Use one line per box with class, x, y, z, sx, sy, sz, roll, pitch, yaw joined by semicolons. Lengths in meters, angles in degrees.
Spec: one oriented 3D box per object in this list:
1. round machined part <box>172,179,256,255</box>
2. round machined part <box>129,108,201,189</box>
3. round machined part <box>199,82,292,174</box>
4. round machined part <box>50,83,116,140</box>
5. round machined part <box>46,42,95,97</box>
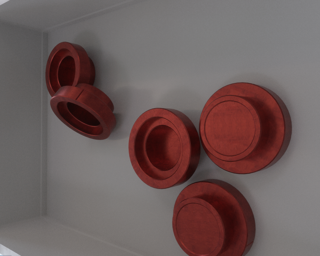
round machined part;0.053;0.110;0.352;0.098;0.042;0.097;0;90;40
round machined part;0.010;0.024;0.388;0.098;0.042;0.097;0;90;40
round machined part;0.082;0.000;0.328;0.098;0.042;0.097;0;90;40
round machined part;-0.109;-0.028;0.462;0.098;0.098;0.042;-2;49;40
round machined part;-0.146;-0.091;0.516;0.098;0.042;0.097;0;90;40
